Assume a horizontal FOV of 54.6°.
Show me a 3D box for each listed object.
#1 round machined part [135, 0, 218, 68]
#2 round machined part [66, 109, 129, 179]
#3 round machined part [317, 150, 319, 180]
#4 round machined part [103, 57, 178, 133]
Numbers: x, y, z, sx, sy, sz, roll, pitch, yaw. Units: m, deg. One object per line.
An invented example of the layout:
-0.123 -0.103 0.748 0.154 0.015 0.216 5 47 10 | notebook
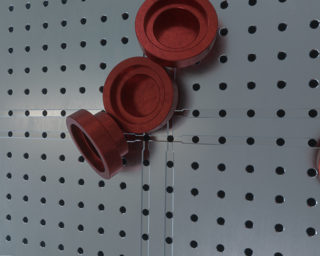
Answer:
0.020 -0.119 0.386 0.098 0.042 0.098 -1 76 4 | round machined part
-0.079 0.017 0.413 0.042 0.098 0.098 -35 75 -26 | round machined part
0.219 0.040 0.326 0.098 0.042 0.097 0 90 20 | round machined part
-0.023 -0.042 0.412 0.098 0.042 0.097 0 91 20 | round machined part
